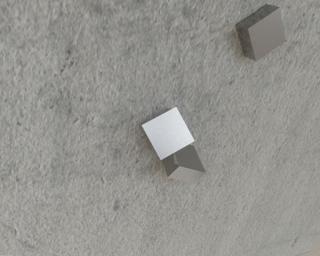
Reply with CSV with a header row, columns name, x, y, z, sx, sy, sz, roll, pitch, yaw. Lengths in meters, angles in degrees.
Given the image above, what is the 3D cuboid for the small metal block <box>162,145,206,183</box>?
name,x,y,z,sx,sy,sz,roll,pitch,yaw
small metal block,0.030,0.046,0.434,0.050,0.050,0.025,19,126,-36

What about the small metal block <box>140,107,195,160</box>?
name,x,y,z,sx,sy,sz,roll,pitch,yaw
small metal block,0.009,0.007,0.402,0.050,0.025,0.050,-29,93,-11

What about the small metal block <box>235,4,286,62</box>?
name,x,y,z,sx,sy,sz,roll,pitch,yaw
small metal block,0.132,-0.124,0.404,0.050,0.025,0.050,-35,129,-6
